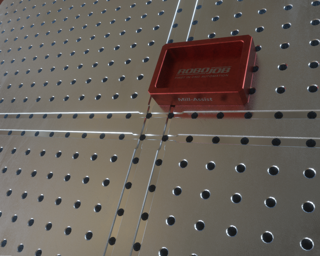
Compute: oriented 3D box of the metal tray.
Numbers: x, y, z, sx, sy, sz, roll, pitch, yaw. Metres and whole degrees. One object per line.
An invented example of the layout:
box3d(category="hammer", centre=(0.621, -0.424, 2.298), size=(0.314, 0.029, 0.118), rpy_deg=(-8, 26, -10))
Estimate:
box3d(category="metal tray", centre=(0.056, -0.077, 0.421), size=(0.130, 0.030, 0.090), rpy_deg=(2, 63, 28))
